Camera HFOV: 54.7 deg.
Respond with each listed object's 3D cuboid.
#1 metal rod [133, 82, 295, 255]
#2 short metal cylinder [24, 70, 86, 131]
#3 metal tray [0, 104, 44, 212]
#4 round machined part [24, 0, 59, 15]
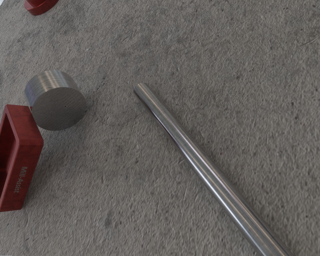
[{"bbox_3d":[0.044,0.036,0.358,0.025,0.025,0.300,-39,51,2],"label":"metal rod"},{"bbox_3d":[-0.162,-0.042,0.479,0.080,0.080,0.050,-40,51,1],"label":"short metal cylinder"},{"bbox_3d":[-0.209,0.043,0.442,0.090,0.030,0.129,49,122,39],"label":"metal tray"},{"bbox_3d":[-0.287,-0.320,0.740,0.098,0.042,0.098,-13,56,21],"label":"round machined part"}]
